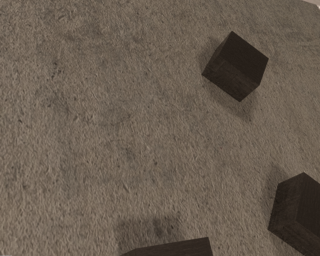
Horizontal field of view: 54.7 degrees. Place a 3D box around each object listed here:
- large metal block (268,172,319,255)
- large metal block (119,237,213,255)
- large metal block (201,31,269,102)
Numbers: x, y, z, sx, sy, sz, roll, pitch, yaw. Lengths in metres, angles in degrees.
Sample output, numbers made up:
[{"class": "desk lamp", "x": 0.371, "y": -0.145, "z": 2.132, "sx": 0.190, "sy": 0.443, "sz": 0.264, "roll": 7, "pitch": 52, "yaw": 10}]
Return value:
[{"class": "large metal block", "x": 0.205, "y": 0.122, "z": 0.426, "sx": 0.080, "sy": 0.050, "sz": 0.080, "roll": 36, "pitch": 51, "yaw": -5}, {"class": "large metal block", "x": 0.011, "y": 0.157, "z": 0.299, "sx": 0.081, "sy": 0.050, "sz": 0.080, "roll": 2, "pitch": 61, "yaw": -28}, {"class": "large metal block", "x": 0.128, "y": -0.104, "z": 0.523, "sx": 0.080, "sy": 0.050, "sz": 0.080, "roll": 35, "pitch": 51, "yaw": -5}]
